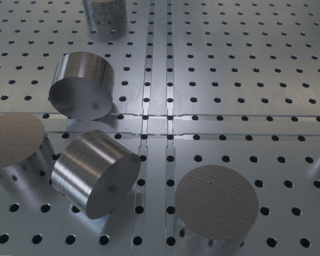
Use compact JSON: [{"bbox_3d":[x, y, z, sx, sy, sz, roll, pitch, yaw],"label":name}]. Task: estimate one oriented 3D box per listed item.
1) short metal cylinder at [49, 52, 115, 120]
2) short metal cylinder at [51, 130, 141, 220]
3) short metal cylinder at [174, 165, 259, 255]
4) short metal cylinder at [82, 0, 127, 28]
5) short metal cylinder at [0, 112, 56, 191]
[{"bbox_3d":[-0.103,-0.055,0.417,0.081,0.080,0.050,-1,50,-1],"label":"short metal cylinder"},{"bbox_3d":[-0.066,0.049,0.330,0.050,0.080,0.080,32,57,23],"label":"short metal cylinder"},{"bbox_3d":[0.055,0.085,0.320,0.081,0.050,0.080,0,50,0],"label":"short metal cylinder"},{"bbox_3d":[-0.104,-0.235,0.588,0.081,0.050,0.080,0,50,0],"label":"short metal cylinder"},{"bbox_3d":[-0.171,0.027,0.367,0.081,0.050,0.080,0,50,0],"label":"short metal cylinder"}]
